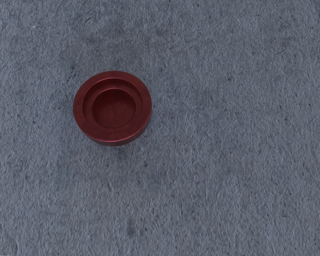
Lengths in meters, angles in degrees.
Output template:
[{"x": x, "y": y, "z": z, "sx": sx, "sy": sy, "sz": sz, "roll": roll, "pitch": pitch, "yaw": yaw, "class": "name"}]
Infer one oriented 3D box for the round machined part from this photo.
[{"x": -0.059, "y": -0.022, "z": 0.407, "sx": 0.099, "sy": 0.042, "sz": 0.098, "roll": 0, "pitch": 70, "yaw": 0, "class": "round machined part"}]
